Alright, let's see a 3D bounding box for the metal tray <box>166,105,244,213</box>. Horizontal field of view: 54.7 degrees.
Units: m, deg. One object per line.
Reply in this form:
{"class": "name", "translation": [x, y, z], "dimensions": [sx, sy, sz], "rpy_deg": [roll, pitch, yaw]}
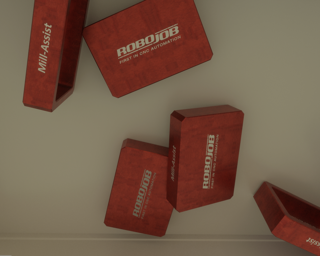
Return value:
{"class": "metal tray", "translation": [0.058, 0.039, 0.404], "dimensions": [0.091, 0.030, 0.129], "rpy_deg": [-8, 112, -25]}

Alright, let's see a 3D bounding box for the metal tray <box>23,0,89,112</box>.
{"class": "metal tray", "translation": [-0.111, -0.092, 0.341], "dimensions": [0.030, 0.090, 0.129], "rpy_deg": [14, 110, -5]}

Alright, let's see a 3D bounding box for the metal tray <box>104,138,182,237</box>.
{"class": "metal tray", "translation": [-0.022, 0.087, 0.440], "dimensions": [0.091, 0.030, 0.129], "rpy_deg": [13, 110, -5]}

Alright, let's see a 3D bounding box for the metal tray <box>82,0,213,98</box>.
{"class": "metal tray", "translation": [-0.014, -0.102, 0.371], "dimensions": [0.130, 0.030, 0.090], "rpy_deg": [-22, 109, 7]}

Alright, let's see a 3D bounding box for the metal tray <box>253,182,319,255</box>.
{"class": "metal tray", "translation": [0.202, 0.132, 0.426], "dimensions": [0.131, 0.090, 0.030], "rpy_deg": [26, 108, -10]}
